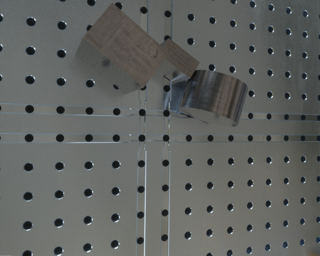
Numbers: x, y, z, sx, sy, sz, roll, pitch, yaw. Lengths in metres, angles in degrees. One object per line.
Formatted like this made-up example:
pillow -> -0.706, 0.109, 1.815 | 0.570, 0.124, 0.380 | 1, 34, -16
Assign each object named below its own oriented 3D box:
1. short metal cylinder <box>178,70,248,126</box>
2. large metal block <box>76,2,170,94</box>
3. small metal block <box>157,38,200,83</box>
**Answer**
short metal cylinder -> 0.070, -0.038, 0.411 | 0.081, 0.080, 0.050 | 19, 84, -20
large metal block -> -0.048, -0.088, 0.366 | 0.080, 0.080, 0.050 | 38, 78, -16
small metal block -> 0.016, -0.086, 0.406 | 0.050, 0.050, 0.025 | 34, 79, -17
